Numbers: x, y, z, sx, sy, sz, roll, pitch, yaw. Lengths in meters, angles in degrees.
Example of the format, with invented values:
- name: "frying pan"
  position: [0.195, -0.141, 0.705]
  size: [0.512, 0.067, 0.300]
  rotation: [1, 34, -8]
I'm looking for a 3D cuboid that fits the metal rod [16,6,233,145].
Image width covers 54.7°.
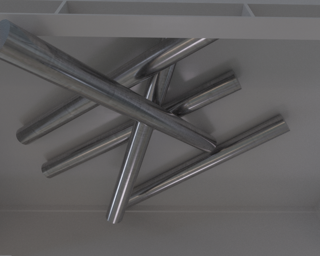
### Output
- name: "metal rod"
  position: [-0.062, -0.043, 0.345]
  size: [0.300, 0.025, 0.025]
  rotation: [-24, 127, 29]

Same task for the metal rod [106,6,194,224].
- name: "metal rod"
  position: [-0.022, 0.006, 0.380]
  size: [0.025, 0.025, 0.298]
  rotation: [14, 119, -11]

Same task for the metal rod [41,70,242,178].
- name: "metal rod"
  position: [-0.038, 0.003, 0.411]
  size: [0.300, 0.025, 0.025]
  rotation: [-25, 126, 19]

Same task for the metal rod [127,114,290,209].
- name: "metal rod"
  position: [0.044, 0.062, 0.461]
  size: [0.300, 0.025, 0.025]
  rotation: [-30, 124, 23]

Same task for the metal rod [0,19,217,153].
- name: "metal rod"
  position: [-0.017, -0.018, 0.313]
  size: [0.025, 0.025, 0.301]
  rotation: [-31, 149, 24]
